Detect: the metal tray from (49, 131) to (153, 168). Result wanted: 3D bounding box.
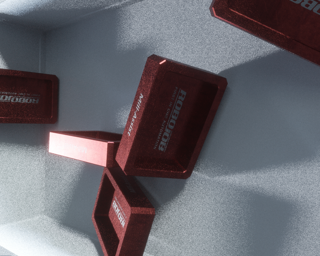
[{"bbox_3d":[-0.078,0.025,0.426,0.130,0.091,0.030,7,95,39],"label":"metal tray"}]

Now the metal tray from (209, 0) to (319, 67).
[{"bbox_3d":[0.119,-0.110,0.254,0.131,0.030,0.089,23,110,-5],"label":"metal tray"}]

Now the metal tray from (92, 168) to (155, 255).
[{"bbox_3d":[-0.054,0.115,0.409,0.130,0.030,0.089,36,113,61],"label":"metal tray"}]

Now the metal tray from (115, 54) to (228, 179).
[{"bbox_3d":[0.012,-0.007,0.349,0.030,0.091,0.129,42,117,54],"label":"metal tray"}]

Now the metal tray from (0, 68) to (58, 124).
[{"bbox_3d":[-0.247,-0.053,0.536,0.030,0.131,0.089,4,93,48],"label":"metal tray"}]
